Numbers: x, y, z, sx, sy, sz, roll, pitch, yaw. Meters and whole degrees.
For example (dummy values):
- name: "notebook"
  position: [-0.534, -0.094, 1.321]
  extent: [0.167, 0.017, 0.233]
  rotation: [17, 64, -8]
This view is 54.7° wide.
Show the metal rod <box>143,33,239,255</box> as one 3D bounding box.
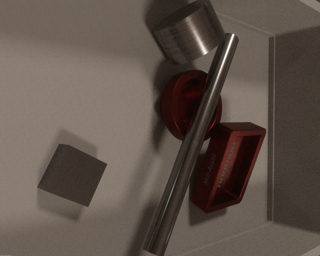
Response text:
- name: "metal rod"
  position: [0.045, 0.007, 0.392]
  extent: [0.025, 0.025, 0.299]
  rotation: [34, 69, -35]

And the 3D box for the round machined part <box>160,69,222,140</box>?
- name: "round machined part"
  position: [0.039, -0.030, 0.430]
  extent: [0.099, 0.042, 0.097]
  rotation: [0, 90, -40]

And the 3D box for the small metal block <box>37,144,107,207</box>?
- name: "small metal block"
  position: [-0.092, 0.050, 0.331]
  extent: [0.050, 0.025, 0.050]
  rotation: [34, 69, -35]

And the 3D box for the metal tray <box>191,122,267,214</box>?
- name: "metal tray"
  position: [0.103, 0.057, 0.461]
  extent: [0.091, 0.030, 0.129]
  rotation: [-1, 113, -42]

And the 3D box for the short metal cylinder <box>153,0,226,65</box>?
- name: "short metal cylinder"
  position: [0.038, -0.126, 0.404]
  extent: [0.080, 0.080, 0.050]
  rotation: [-48, 119, -29]
